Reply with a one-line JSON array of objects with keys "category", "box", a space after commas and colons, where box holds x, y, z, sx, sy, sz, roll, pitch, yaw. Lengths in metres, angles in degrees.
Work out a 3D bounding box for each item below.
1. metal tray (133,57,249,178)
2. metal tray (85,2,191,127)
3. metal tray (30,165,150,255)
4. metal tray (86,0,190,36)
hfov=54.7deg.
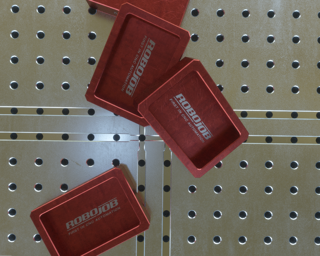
[{"category": "metal tray", "box": [0.041, -0.011, 0.386, 0.090, 0.030, 0.130, -40, 114, 0]}, {"category": "metal tray", "box": [-0.028, -0.078, 0.394, 0.090, 0.030, 0.129, 25, 104, -2]}, {"category": "metal tray", "box": [-0.089, 0.118, 0.409, 0.130, 0.030, 0.090, -28, 90, -1]}, {"category": "metal tray", "box": [-0.024, -0.188, 0.410, 0.131, 0.030, 0.090, 19, 90, -1]}]
